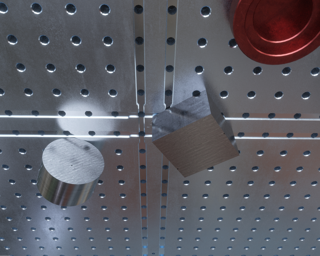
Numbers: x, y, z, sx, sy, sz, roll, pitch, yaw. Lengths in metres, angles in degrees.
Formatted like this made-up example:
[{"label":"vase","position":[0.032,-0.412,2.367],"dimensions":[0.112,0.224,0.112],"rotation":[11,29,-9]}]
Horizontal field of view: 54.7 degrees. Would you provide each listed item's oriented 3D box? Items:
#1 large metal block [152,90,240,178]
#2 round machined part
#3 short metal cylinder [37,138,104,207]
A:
[{"label":"large metal block","position":[0.046,0.010,0.404],"dimensions":[0.080,0.050,0.080],"rotation":[-26,126,20]},{"label":"round machined part","position":[0.118,-0.115,0.304],"dimensions":[0.099,0.042,0.097],"rotation":[-1,130,0]},{"label":"short metal cylinder","position":[-0.123,0.059,0.424],"dimensions":[0.081,0.080,0.050],"rotation":[17,128,-15]}]
